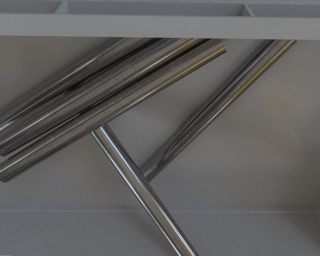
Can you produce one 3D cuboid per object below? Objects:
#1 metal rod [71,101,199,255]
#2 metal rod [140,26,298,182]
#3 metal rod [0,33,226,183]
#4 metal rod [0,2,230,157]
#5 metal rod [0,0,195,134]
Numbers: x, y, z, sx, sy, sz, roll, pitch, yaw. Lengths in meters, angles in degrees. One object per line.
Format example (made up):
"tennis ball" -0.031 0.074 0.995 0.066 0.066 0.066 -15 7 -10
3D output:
"metal rod" -0.024 0.082 0.413 0.025 0.025 0.299 -27 105 21
"metal rod" 0.049 -0.006 0.404 0.025 0.025 0.299 28 125 -22
"metal rod" -0.064 -0.018 0.355 0.300 0.025 0.025 -30 125 9
"metal rod" -0.064 -0.046 0.344 0.300 0.025 0.025 -28 125 13
"metal rod" -0.098 -0.060 0.356 0.300 0.025 0.025 -26 126 20
